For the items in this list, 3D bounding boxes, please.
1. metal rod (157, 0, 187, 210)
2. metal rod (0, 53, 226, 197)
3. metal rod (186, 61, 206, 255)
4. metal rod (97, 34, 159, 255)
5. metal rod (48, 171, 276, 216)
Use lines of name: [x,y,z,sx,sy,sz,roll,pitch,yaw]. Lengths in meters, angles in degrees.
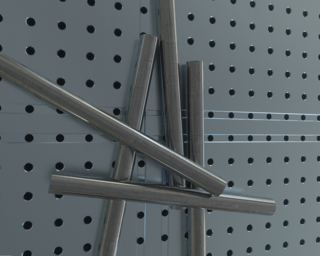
metal rod: [0.016,-0.040,0.419,0.025,0.025,0.298,-4,92,-20]
metal rod: [-0.052,0.002,0.370,0.301,0.025,0.025,30,80,-9]
metal rod: [0.051,0.058,0.432,0.025,0.025,0.298,-1,90,-20]
metal rod: [-0.041,0.027,0.398,0.025,0.025,0.298,12,86,-20]
metal rod: [0.019,0.086,0.392,0.302,0.025,0.025,11,86,-20]
